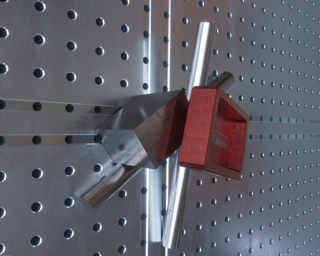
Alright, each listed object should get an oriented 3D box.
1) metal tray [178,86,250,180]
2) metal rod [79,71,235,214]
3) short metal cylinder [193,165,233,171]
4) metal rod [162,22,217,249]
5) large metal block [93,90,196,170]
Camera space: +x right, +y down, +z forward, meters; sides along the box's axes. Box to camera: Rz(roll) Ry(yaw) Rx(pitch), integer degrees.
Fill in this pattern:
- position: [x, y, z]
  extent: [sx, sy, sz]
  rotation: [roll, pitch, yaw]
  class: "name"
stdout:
- position: [0.072, 0.012, 0.376]
  extent: [0.130, 0.030, 0.090]
  rotation: [25, 74, -57]
  class: "metal tray"
- position: [0.015, 0.002, 0.424]
  extent: [0.302, 0.025, 0.025]
  rotation: [-41, 115, -32]
  class: "metal rod"
- position: [0.072, 0.026, 0.454]
  extent: [0.081, 0.050, 0.079]
  rotation: [0, 90, -40]
  class: "short metal cylinder"
- position: [0.038, 0.013, 0.413]
  extent: [0.025, 0.025, 0.298]
  rotation: [5, 96, -40]
  class: "metal rod"
- position: [-0.015, 0.000, 0.361]
  extent: [0.080, 0.080, 0.050]
  rotation: [-41, 116, -32]
  class: "large metal block"
